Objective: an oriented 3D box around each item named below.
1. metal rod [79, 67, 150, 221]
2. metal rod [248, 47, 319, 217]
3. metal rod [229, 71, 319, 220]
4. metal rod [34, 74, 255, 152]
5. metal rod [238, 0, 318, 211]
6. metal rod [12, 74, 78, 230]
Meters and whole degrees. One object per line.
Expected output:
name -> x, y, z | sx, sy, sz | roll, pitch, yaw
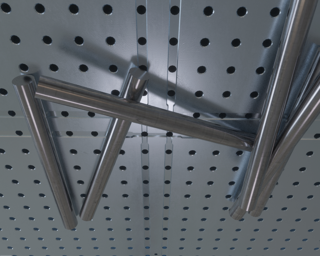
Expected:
metal rod -> -0.075, 0.044, 0.448 | 0.025, 0.025, 0.298 | 16, 128, -13
metal rod -> 0.174, 0.029, 0.437 | 0.025, 0.025, 0.298 | 4, 130, -3
metal rod -> 0.155, 0.044, 0.425 | 0.025, 0.025, 0.298 | 7, 135, -6
metal rod -> 0.009, -0.009, 0.377 | 0.302, 0.025, 0.025 | 14, 129, -22
metal rod -> 0.135, -0.012, 0.376 | 0.025, 0.025, 0.298 | 2, 123, -2
metal rod -> -0.160, 0.058, 0.458 | 0.025, 0.025, 0.298 | 0, 130, 0
